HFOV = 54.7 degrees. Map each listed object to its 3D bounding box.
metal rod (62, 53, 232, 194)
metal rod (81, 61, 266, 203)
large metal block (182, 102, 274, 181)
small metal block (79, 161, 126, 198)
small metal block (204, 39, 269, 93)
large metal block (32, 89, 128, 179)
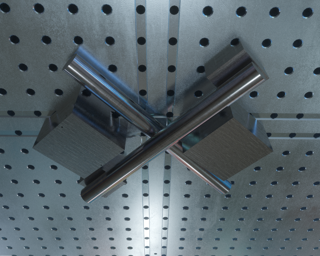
[{"bbox_3d":[0.001,0.010,0.418,0.025,0.025,0.301,-35,122,26],"label":"metal rod"},{"bbox_3d":[-0.002,0.020,0.395,0.299,0.025,0.025,-37,121,27],"label":"metal rod"},{"bbox_3d":[0.086,0.014,0.408,0.080,0.050,0.080,35,122,-26],"label":"large metal block"},{"bbox_3d":[-0.087,0.075,0.475,0.050,0.025,0.050,37,121,-27],"label":"small metal block"},{"bbox_3d":[0.088,-0.064,0.358,0.050,0.025,0.050,-37,122,27],"label":"small metal block"},{"bbox_3d":[-0.101,0.010,0.403,0.080,0.050,0.080,-36,122,26],"label":"large metal block"}]
